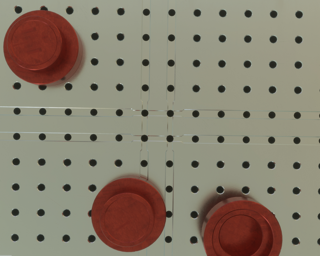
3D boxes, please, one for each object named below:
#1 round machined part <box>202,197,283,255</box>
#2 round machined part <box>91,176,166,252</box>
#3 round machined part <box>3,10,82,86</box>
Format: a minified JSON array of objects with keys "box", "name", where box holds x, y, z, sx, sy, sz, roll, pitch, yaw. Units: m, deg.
[{"box":[0.103,0.139,0.406,0.099,0.042,0.097,0,90,0],"name":"round machined part"},{"box":[-0.041,0.114,0.405,0.099,0.042,0.097,0,90,0],"name":"round machined part"},{"box":[-0.156,-0.106,0.404,0.099,0.042,0.097,0,90,0],"name":"round machined part"}]
